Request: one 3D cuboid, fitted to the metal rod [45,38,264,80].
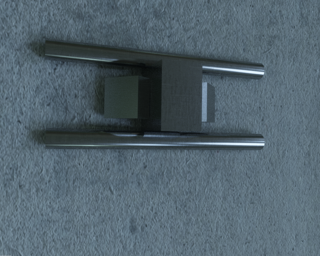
[{"bbox_3d":[0.008,-0.089,0.414,0.303,0.025,0.025,1,90,-21],"label":"metal rod"}]

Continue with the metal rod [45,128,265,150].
[{"bbox_3d":[0.008,0.017,0.414,0.303,0.025,0.025,2,90,-21],"label":"metal rod"}]

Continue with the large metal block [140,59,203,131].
[{"bbox_3d":[0.011,-0.036,0.388,0.050,0.080,0.079,1,90,-20],"label":"large metal block"}]

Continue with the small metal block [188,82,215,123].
[{"bbox_3d":[0.057,-0.033,0.418,0.025,0.050,0.050,0,89,21],"label":"small metal block"}]

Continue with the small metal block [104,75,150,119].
[{"bbox_3d":[-0.041,-0.036,0.381,0.025,0.050,0.050,1,90,-60],"label":"small metal block"}]
